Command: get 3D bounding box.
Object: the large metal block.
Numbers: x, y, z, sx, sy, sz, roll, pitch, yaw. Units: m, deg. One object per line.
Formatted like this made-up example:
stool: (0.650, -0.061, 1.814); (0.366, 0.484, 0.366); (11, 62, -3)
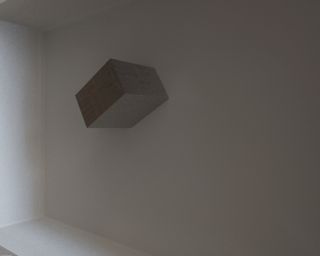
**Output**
large metal block: (-0.050, -0.041, 0.410); (0.080, 0.081, 0.050); (-36, 68, 34)
